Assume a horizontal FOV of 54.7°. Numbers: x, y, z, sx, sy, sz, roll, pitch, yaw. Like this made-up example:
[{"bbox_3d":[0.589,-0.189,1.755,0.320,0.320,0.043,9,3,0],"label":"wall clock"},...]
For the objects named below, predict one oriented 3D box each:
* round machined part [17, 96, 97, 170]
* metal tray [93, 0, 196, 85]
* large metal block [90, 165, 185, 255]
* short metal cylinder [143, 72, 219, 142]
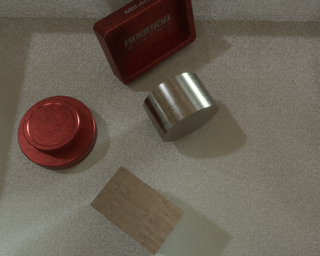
[{"bbox_3d":[-0.134,0.002,0.398,0.099,0.042,0.098,0,70,-1],"label":"round machined part"},{"bbox_3d":[-0.014,-0.129,0.419,0.131,0.090,0.030,-36,54,-12],"label":"metal tray"},{"bbox_3d":[-0.023,0.094,0.346,0.080,0.080,0.050,35,74,11],"label":"large metal block"},{"bbox_3d":[0.026,-0.025,0.390,0.080,0.080,0.050,-27,73,-10],"label":"short metal cylinder"}]
